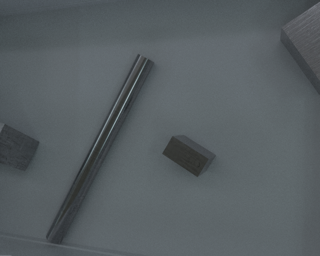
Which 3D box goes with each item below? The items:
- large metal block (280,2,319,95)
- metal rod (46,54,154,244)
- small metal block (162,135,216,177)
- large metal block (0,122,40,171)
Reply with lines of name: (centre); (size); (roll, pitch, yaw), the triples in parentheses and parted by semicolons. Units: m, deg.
large metal block: (0.189, -0.093, 0.331); (0.080, 0.050, 0.080); (-33, 80, 16)
metal rod: (-0.089, 0.036, 0.440); (0.025, 0.025, 0.299); (31, 100, 17)
small metal block: (0.037, 0.033, 0.383); (0.050, 0.050, 0.025); (32, 101, 17)
large metal block: (-0.245, 0.021, 0.459); (0.080, 0.080, 0.050); (15, 74, 19)
